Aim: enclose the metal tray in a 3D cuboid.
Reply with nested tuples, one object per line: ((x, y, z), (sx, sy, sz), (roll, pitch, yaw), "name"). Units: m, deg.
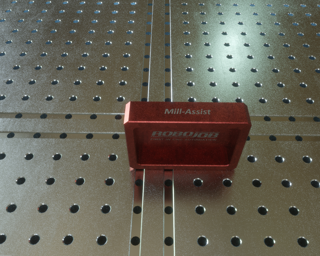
((0.028, 0.011, 0.356), (0.131, 0.089, 0.030), (1, 50, 0), "metal tray")
